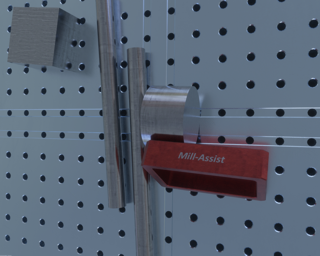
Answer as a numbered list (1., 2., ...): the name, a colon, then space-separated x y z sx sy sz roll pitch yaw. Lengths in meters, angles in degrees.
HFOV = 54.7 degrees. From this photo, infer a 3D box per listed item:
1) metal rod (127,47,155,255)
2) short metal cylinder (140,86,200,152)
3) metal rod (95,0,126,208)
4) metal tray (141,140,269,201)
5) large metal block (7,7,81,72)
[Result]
1. metal rod: -0.026 0.042 0.421 0.025 0.025 0.298 -3 89 20
2. short metal cylinder: 0.015 -0.011 0.378 0.050 0.080 0.079 4 91 20
3. metal rod: -0.069 -0.039 0.436 0.025 0.025 0.298 -4 89 20
4. metal tray: 0.055 0.050 0.356 0.130 0.090 0.030 4 65 20
5. large metal block: -0.171 -0.130 0.460 0.080 0.050 0.079 9 93 19
